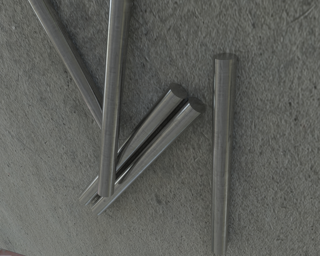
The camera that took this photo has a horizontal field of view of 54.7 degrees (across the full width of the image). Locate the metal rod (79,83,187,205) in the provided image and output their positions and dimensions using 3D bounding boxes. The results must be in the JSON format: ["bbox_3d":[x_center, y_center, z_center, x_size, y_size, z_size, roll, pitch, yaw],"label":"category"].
[{"bbox_3d":[-0.056,0.041,0.461,0.025,0.025,0.298,42,129,-1],"label":"metal rod"}]

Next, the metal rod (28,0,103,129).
[{"bbox_3d":[-0.135,-0.128,0.399,0.025,0.025,0.299,-14,112,34],"label":"metal rod"}]

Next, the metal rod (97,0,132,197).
[{"bbox_3d":[-0.061,-0.032,0.399,0.025,0.025,0.298,19,120,17],"label":"metal rod"}]

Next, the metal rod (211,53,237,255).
[{"bbox_3d":[0.079,0.054,0.398,0.025,0.025,0.298,9,123,23],"label":"metal rod"}]

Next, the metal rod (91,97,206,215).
[{"bbox_3d":[-0.034,0.058,0.460,0.025,0.025,0.298,42,129,-1],"label":"metal rod"}]
